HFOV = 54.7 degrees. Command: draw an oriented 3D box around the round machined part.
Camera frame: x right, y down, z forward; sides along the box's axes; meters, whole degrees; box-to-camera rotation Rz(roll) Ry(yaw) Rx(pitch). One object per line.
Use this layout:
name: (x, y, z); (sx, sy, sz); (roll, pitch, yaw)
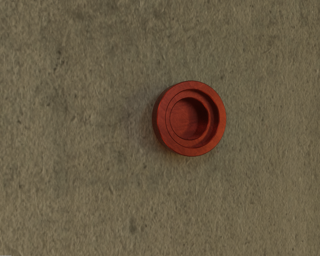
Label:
round machined part: (0.035, -0.012, 0.414); (0.099, 0.042, 0.097); (0, 90, -21)
